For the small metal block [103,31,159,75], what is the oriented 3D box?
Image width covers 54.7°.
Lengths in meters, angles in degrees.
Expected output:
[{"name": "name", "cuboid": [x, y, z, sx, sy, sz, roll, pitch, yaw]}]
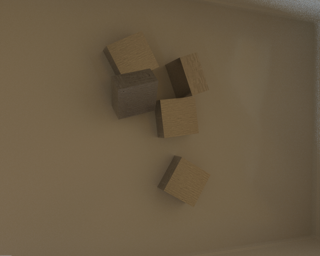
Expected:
[{"name": "small metal block", "cuboid": [-0.037, -0.089, 0.398, 0.050, 0.025, 0.050, -30, 100, -18]}]

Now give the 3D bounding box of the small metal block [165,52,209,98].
[{"name": "small metal block", "cuboid": [0.035, -0.068, 0.411, 0.025, 0.050, 0.050, -22, 98, -19]}]

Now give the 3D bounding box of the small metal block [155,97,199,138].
[{"name": "small metal block", "cuboid": [0.022, -0.015, 0.420, 0.050, 0.025, 0.050, -8, 93, -20]}]

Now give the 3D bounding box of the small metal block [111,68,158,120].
[{"name": "small metal block", "cuboid": [-0.032, -0.042, 0.384, 0.050, 0.050, 0.025, -16, 52, -20]}]

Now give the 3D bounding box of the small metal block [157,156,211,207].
[{"name": "small metal block", "cuboid": [0.033, 0.072, 0.424, 0.050, 0.025, 0.050, 33, 79, -18]}]
